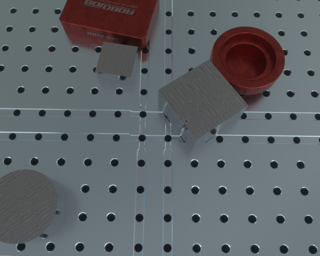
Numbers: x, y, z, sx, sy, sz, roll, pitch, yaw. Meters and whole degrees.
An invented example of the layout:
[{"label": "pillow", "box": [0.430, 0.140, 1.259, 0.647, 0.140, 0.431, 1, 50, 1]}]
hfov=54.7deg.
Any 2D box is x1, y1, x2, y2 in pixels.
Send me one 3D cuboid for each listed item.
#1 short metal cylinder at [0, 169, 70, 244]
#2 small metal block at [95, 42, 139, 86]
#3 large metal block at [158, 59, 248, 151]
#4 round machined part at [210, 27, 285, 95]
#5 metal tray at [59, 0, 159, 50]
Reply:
[{"label": "short metal cylinder", "box": [-0.153, 0.093, 0.363, 0.081, 0.050, 0.080, 0, 70, 0]}, {"label": "small metal block", "box": [-0.060, -0.092, 0.445, 0.050, 0.025, 0.050, 9, 70, 3]}, {"label": "large metal block", "box": [0.054, -0.030, 0.410, 0.080, 0.050, 0.080, -33, 74, -12]}, {"label": "round machined part", "box": [0.119, -0.090, 0.437, 0.099, 0.042, 0.098, 0, 70, -1]}, {"label": "metal tray", "box": [-0.074, -0.176, 0.473, 0.131, 0.030, 0.090, 13, 70, 4]}]
